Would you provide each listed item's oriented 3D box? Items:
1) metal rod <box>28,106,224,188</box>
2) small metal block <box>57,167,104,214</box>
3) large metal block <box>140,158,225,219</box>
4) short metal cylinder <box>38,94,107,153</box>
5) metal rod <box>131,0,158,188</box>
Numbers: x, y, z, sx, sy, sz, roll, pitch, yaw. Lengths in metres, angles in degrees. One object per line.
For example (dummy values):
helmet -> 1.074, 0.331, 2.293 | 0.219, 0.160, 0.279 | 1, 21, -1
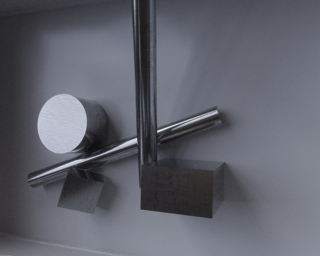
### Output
metal rod -> -0.060, 0.032, 0.430 | 0.300, 0.025, 0.025 | -20, 84, 18
small metal block -> -0.110, 0.087, 0.433 | 0.050, 0.025, 0.050 | 17, 102, -16
large metal block -> 0.030, 0.067, 0.370 | 0.080, 0.080, 0.050 | 2, 91, 19
short metal cylinder -> -0.122, -0.004, 0.436 | 0.080, 0.050, 0.080 | -2, 85, 21
metal rod -> -0.016, -0.057, 0.349 | 0.025, 0.025, 0.298 | 10, 118, 19
